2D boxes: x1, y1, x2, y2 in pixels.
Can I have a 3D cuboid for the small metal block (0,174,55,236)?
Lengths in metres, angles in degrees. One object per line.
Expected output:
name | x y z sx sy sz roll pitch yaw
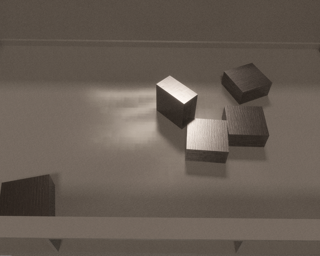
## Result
small metal block | -0.142 0.082 0.334 0.050 0.025 0.050 -9 51 -8

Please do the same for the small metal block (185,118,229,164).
small metal block | 0.059 0.016 0.393 0.050 0.025 0.050 4 50 3

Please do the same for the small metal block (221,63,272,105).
small metal block | 0.129 -0.067 0.463 0.050 0.025 0.050 -19 53 -16

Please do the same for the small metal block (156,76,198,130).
small metal block | 0.021 -0.034 0.418 0.025 0.050 0.050 -36 59 -26

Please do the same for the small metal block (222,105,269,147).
small metal block | 0.111 -0.003 0.409 0.050 0.025 0.050 2 50 1
